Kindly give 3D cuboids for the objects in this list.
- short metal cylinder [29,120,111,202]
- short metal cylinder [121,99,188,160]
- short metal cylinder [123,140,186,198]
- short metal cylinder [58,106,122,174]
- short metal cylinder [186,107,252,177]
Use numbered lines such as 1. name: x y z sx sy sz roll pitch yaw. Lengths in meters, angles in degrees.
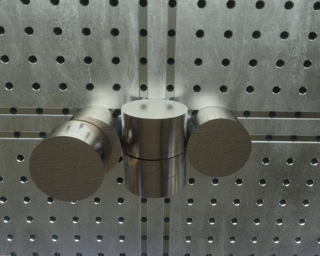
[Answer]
1. short metal cylinder: -0.101 0.037 0.358 0.081 0.050 0.079 0 110 0
2. short metal cylinder: -0.007 -0.001 0.384 0.081 0.080 0.050 1 111 -1
3. short metal cylinder: -0.006 0.047 0.401 0.081 0.080 0.050 -1 110 0
4. short metal cylinder: -0.088 0.016 0.405 0.081 0.050 0.079 0 110 0
5. short metal cylinder: 0.073 0.017 0.406 0.081 0.050 0.079 0 110 0
